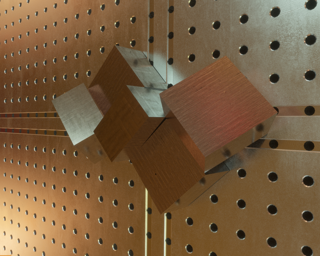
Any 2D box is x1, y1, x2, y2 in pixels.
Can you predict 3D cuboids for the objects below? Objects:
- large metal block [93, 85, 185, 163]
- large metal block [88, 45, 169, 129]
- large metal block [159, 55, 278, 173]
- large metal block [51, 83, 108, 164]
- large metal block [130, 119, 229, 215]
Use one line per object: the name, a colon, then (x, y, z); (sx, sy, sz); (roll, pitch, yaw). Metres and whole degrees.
large metal block: (-0.023, -0.005, 0.393); (0.080, 0.081, 0.050); (-50, 62, 28)
large metal block: (-0.045, -0.054, 0.431); (0.080, 0.050, 0.080); (-50, 61, 30)
large metal block: (0.057, -0.014, 0.319); (0.080, 0.050, 0.080); (-31, 65, -7)
large metal block: (-0.103, -0.004, 0.450); (0.050, 0.080, 0.080); (-31, 65, -6)
large metal block: (0.021, 0.045, 0.376); (0.080, 0.050, 0.080); (-48, 60, 29)
